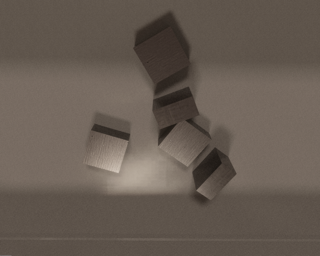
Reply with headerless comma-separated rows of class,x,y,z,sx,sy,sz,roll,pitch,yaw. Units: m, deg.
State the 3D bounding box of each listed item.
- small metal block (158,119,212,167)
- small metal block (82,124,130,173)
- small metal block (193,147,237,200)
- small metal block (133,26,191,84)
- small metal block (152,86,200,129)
small metal block,0.033,0.016,0.418,0.050,0.025,0.050,35,106,-13
small metal block,-0.073,0.028,0.421,0.050,0.025,0.050,17,109,-7
small metal block,0.072,0.061,0.422,0.025,0.050,0.050,36,106,-13
small metal block,0.003,-0.089,0.378,0.050,0.025,0.050,-28,108,9
small metal block,0.019,-0.026,0.389,0.050,0.050,0.025,-20,109,7
